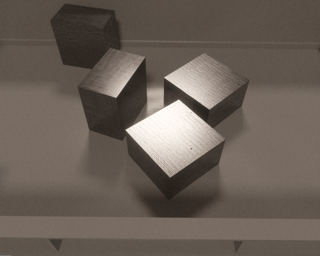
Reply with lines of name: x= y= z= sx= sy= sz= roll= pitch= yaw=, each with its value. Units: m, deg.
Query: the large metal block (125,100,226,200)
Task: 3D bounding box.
large metal block: x=0.017 y=0.023 z=0.369 sx=0.081 sy=0.050 sz=0.080 roll=-31 pitch=57 yaw=-24

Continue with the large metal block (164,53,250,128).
large metal block: x=0.062 y=-0.050 z=0.432 sx=0.080 sy=0.050 sz=0.080 roll=-35 pitch=59 yaw=-26

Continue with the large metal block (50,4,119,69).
large metal block: x=-0.113 y=-0.140 z=0.486 sx=0.080 sy=0.080 sz=0.050 roll=11 pitch=51 yaw=8

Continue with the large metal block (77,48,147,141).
large metal block: x=-0.057 y=-0.044 z=0.406 sx=0.050 sy=0.080 sz=0.080 roll=18 pitch=52 yaw=14
